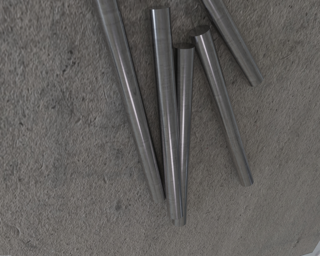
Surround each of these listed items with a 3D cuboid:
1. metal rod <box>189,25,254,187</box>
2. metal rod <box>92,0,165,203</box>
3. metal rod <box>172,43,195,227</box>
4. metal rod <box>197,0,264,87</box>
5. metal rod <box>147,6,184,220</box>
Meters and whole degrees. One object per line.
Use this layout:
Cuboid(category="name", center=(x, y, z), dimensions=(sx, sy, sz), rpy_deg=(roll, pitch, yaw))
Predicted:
Cuboid(category="metal rod", center=(0.100, -0.010, 0.454), dimensions=(0.025, 0.025, 0.299), rpy_deg=(-33, 129, -7))
Cuboid(category="metal rod", center=(-0.028, -0.014, 0.382), dimensions=(0.025, 0.025, 0.298), rpy_deg=(-23, 127, -14))
Cuboid(category="metal rod", center=(0.030, 0.030, 0.441), dimensions=(0.025, 0.025, 0.298), rpy_deg=(-14, 125, -20))
Cuboid(category="metal rod", center=(0.051, -0.149, 0.342), dimensions=(0.025, 0.025, 0.300), rpy_deg=(-44, 129, 2))
Cuboid(category="metal rod", center=(0.011, 0.002, 0.400), dimensions=(0.025, 0.025, 0.298), rpy_deg=(-17, 121, -19))
